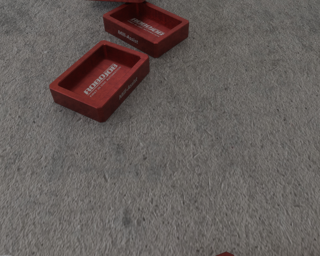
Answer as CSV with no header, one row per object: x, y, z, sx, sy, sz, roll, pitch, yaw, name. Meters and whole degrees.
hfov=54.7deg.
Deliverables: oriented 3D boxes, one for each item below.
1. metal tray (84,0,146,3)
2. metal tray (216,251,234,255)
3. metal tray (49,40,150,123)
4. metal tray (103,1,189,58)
-0.077,-0.274,0.606,0.130,0.030,0.090,12,39,20,metal tray
0.046,0.180,0.249,0.091,0.030,0.130,-16,52,-13,metal tray
-0.085,-0.075,0.461,0.090,0.030,0.130,23,54,18,metal tray
-0.025,-0.182,0.552,0.130,0.030,0.090,34,58,25,metal tray
